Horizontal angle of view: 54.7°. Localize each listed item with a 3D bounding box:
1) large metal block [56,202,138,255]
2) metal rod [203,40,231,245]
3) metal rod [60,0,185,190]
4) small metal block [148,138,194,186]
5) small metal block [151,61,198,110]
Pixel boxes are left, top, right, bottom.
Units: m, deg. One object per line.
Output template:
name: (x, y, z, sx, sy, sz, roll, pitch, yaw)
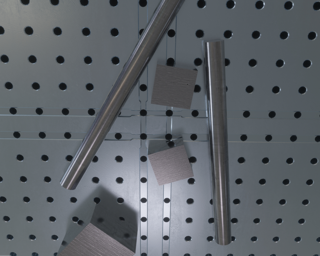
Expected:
large metal block: (-0.092, 0.172, 0.463, 0.080, 0.050, 0.080, 40, 105, -14)
metal rod: (0.081, 0.033, 0.426, 0.025, 0.025, 0.298, -6, 110, 2)
metal rod: (-0.054, -0.041, 0.397, 0.025, 0.025, 0.298, 29, 107, -11)
small metal block: (0.015, 0.047, 0.431, 0.050, 0.025, 0.050, -17, 109, 6)
small metal block: (0.017, -0.054, 0.394, 0.050, 0.025, 0.050, 9, 110, -4)
